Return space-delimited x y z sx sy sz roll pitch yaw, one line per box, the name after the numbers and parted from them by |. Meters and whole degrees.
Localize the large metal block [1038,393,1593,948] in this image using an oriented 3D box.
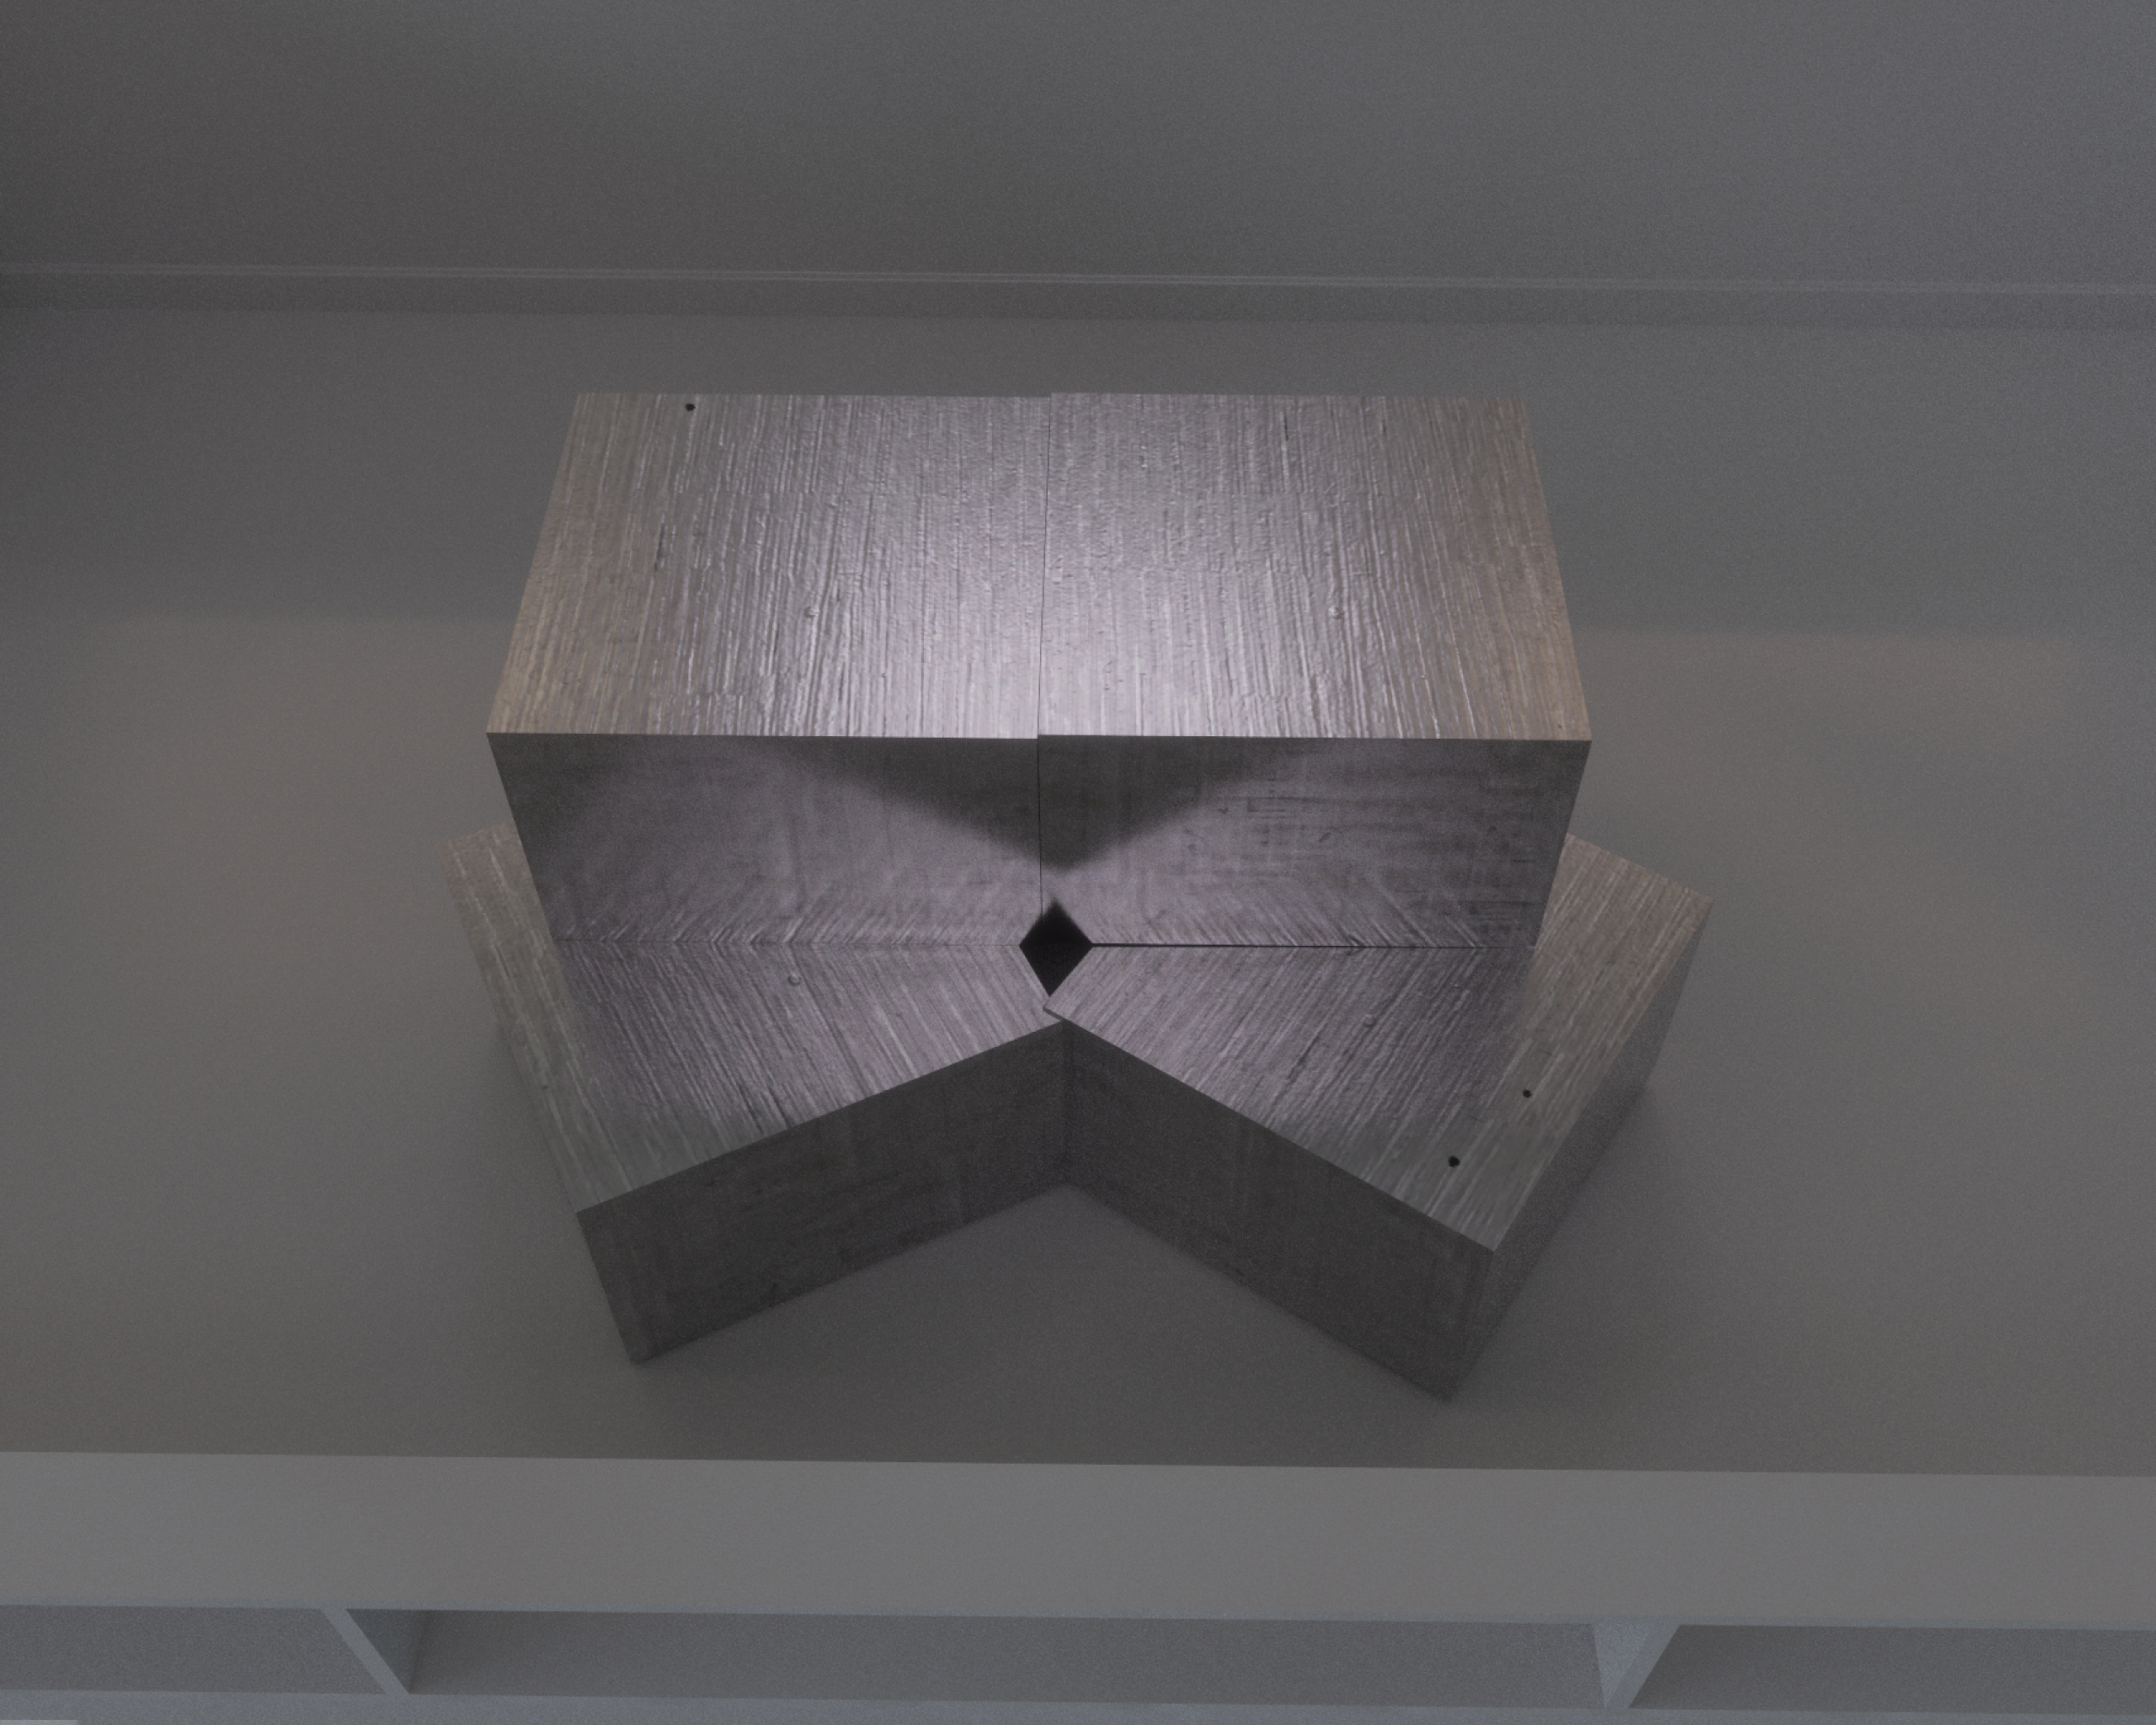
0.035 -0.033 0.348 0.080 0.050 0.080 1 50 0 | large metal block

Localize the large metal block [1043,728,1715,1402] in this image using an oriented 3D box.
0.051 0.031 0.360 0.080 0.050 0.080 27 55 21 | large metal block

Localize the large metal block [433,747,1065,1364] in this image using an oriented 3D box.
-0.056 0.027 0.364 0.081 0.050 0.080 -21 53 -17 | large metal block

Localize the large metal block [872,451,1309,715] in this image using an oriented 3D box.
0.003 -0.042 0.422 0.080 0.050 0.080 1 50 1 | large metal block

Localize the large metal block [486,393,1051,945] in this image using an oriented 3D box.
-0.046 -0.033 0.349 0.080 0.050 0.080 1 50 0 | large metal block
